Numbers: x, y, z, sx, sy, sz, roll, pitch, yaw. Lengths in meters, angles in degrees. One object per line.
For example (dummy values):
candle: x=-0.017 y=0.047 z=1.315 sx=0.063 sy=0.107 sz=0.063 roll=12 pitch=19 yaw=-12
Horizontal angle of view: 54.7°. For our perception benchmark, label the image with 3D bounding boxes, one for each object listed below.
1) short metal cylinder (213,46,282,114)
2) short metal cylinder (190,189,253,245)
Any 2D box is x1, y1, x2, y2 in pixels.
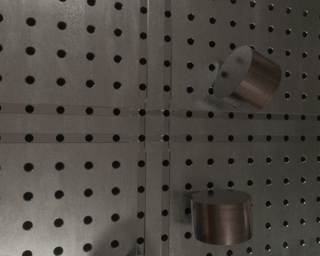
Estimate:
short metal cylinder: x=0.119 y=-0.066 z=0.429 sx=0.050 sy=0.080 sz=0.080 roll=25 pitch=82 yaw=-19
short metal cylinder: x=0.082 y=0.116 z=0.415 sx=0.081 sy=0.080 sz=0.050 roll=-4 pitch=92 yaw=-20
